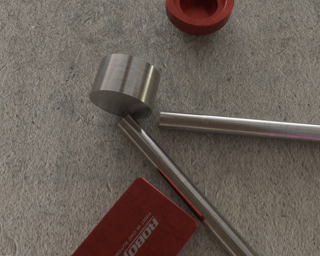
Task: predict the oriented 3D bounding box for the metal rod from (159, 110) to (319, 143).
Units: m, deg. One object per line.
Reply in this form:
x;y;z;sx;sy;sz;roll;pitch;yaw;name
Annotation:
0.150;0.002;0.408;0.302;0.025;0.025;5;70;1;metal rod

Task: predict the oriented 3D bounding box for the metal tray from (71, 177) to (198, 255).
-0.031;0.135;0.356;0.090;0.030;0.130;37;74;12;metal tray

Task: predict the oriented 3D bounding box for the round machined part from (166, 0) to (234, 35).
0.057;-0.180;0.465;0.099;0.042;0.098;0;70;0;round machined part

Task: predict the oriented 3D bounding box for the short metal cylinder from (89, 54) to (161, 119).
-0.044;-0.051;0.397;0.080;0.080;0.050;12;71;4;short metal cylinder

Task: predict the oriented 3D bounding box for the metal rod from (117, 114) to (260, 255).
0.052;0.097;0.373;0.025;0.025;0.300;-39;75;-13;metal rod
